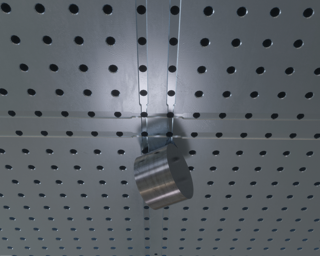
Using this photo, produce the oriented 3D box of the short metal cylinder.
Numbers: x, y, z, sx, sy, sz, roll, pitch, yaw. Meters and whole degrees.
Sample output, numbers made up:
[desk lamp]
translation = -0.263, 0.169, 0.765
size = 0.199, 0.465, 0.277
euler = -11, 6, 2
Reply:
[short metal cylinder]
translation = 0.006, 0.068, 0.433
size = 0.050, 0.080, 0.080
euler = -24, 126, 19
